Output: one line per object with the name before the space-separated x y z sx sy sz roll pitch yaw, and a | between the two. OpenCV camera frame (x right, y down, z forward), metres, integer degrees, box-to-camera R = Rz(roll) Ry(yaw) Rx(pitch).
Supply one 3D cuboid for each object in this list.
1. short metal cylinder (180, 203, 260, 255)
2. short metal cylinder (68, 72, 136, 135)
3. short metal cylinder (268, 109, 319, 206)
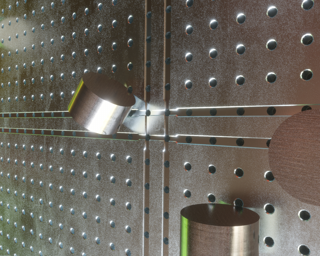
short metal cylinder | 0.061 0.114 0.322 0.080 0.081 0.050 2 91 39
short metal cylinder | -0.082 -0.035 0.439 0.080 0.081 0.050 48 118 29
short metal cylinder | 0.145 0.024 0.273 0.080 0.050 0.079 0 90 39
